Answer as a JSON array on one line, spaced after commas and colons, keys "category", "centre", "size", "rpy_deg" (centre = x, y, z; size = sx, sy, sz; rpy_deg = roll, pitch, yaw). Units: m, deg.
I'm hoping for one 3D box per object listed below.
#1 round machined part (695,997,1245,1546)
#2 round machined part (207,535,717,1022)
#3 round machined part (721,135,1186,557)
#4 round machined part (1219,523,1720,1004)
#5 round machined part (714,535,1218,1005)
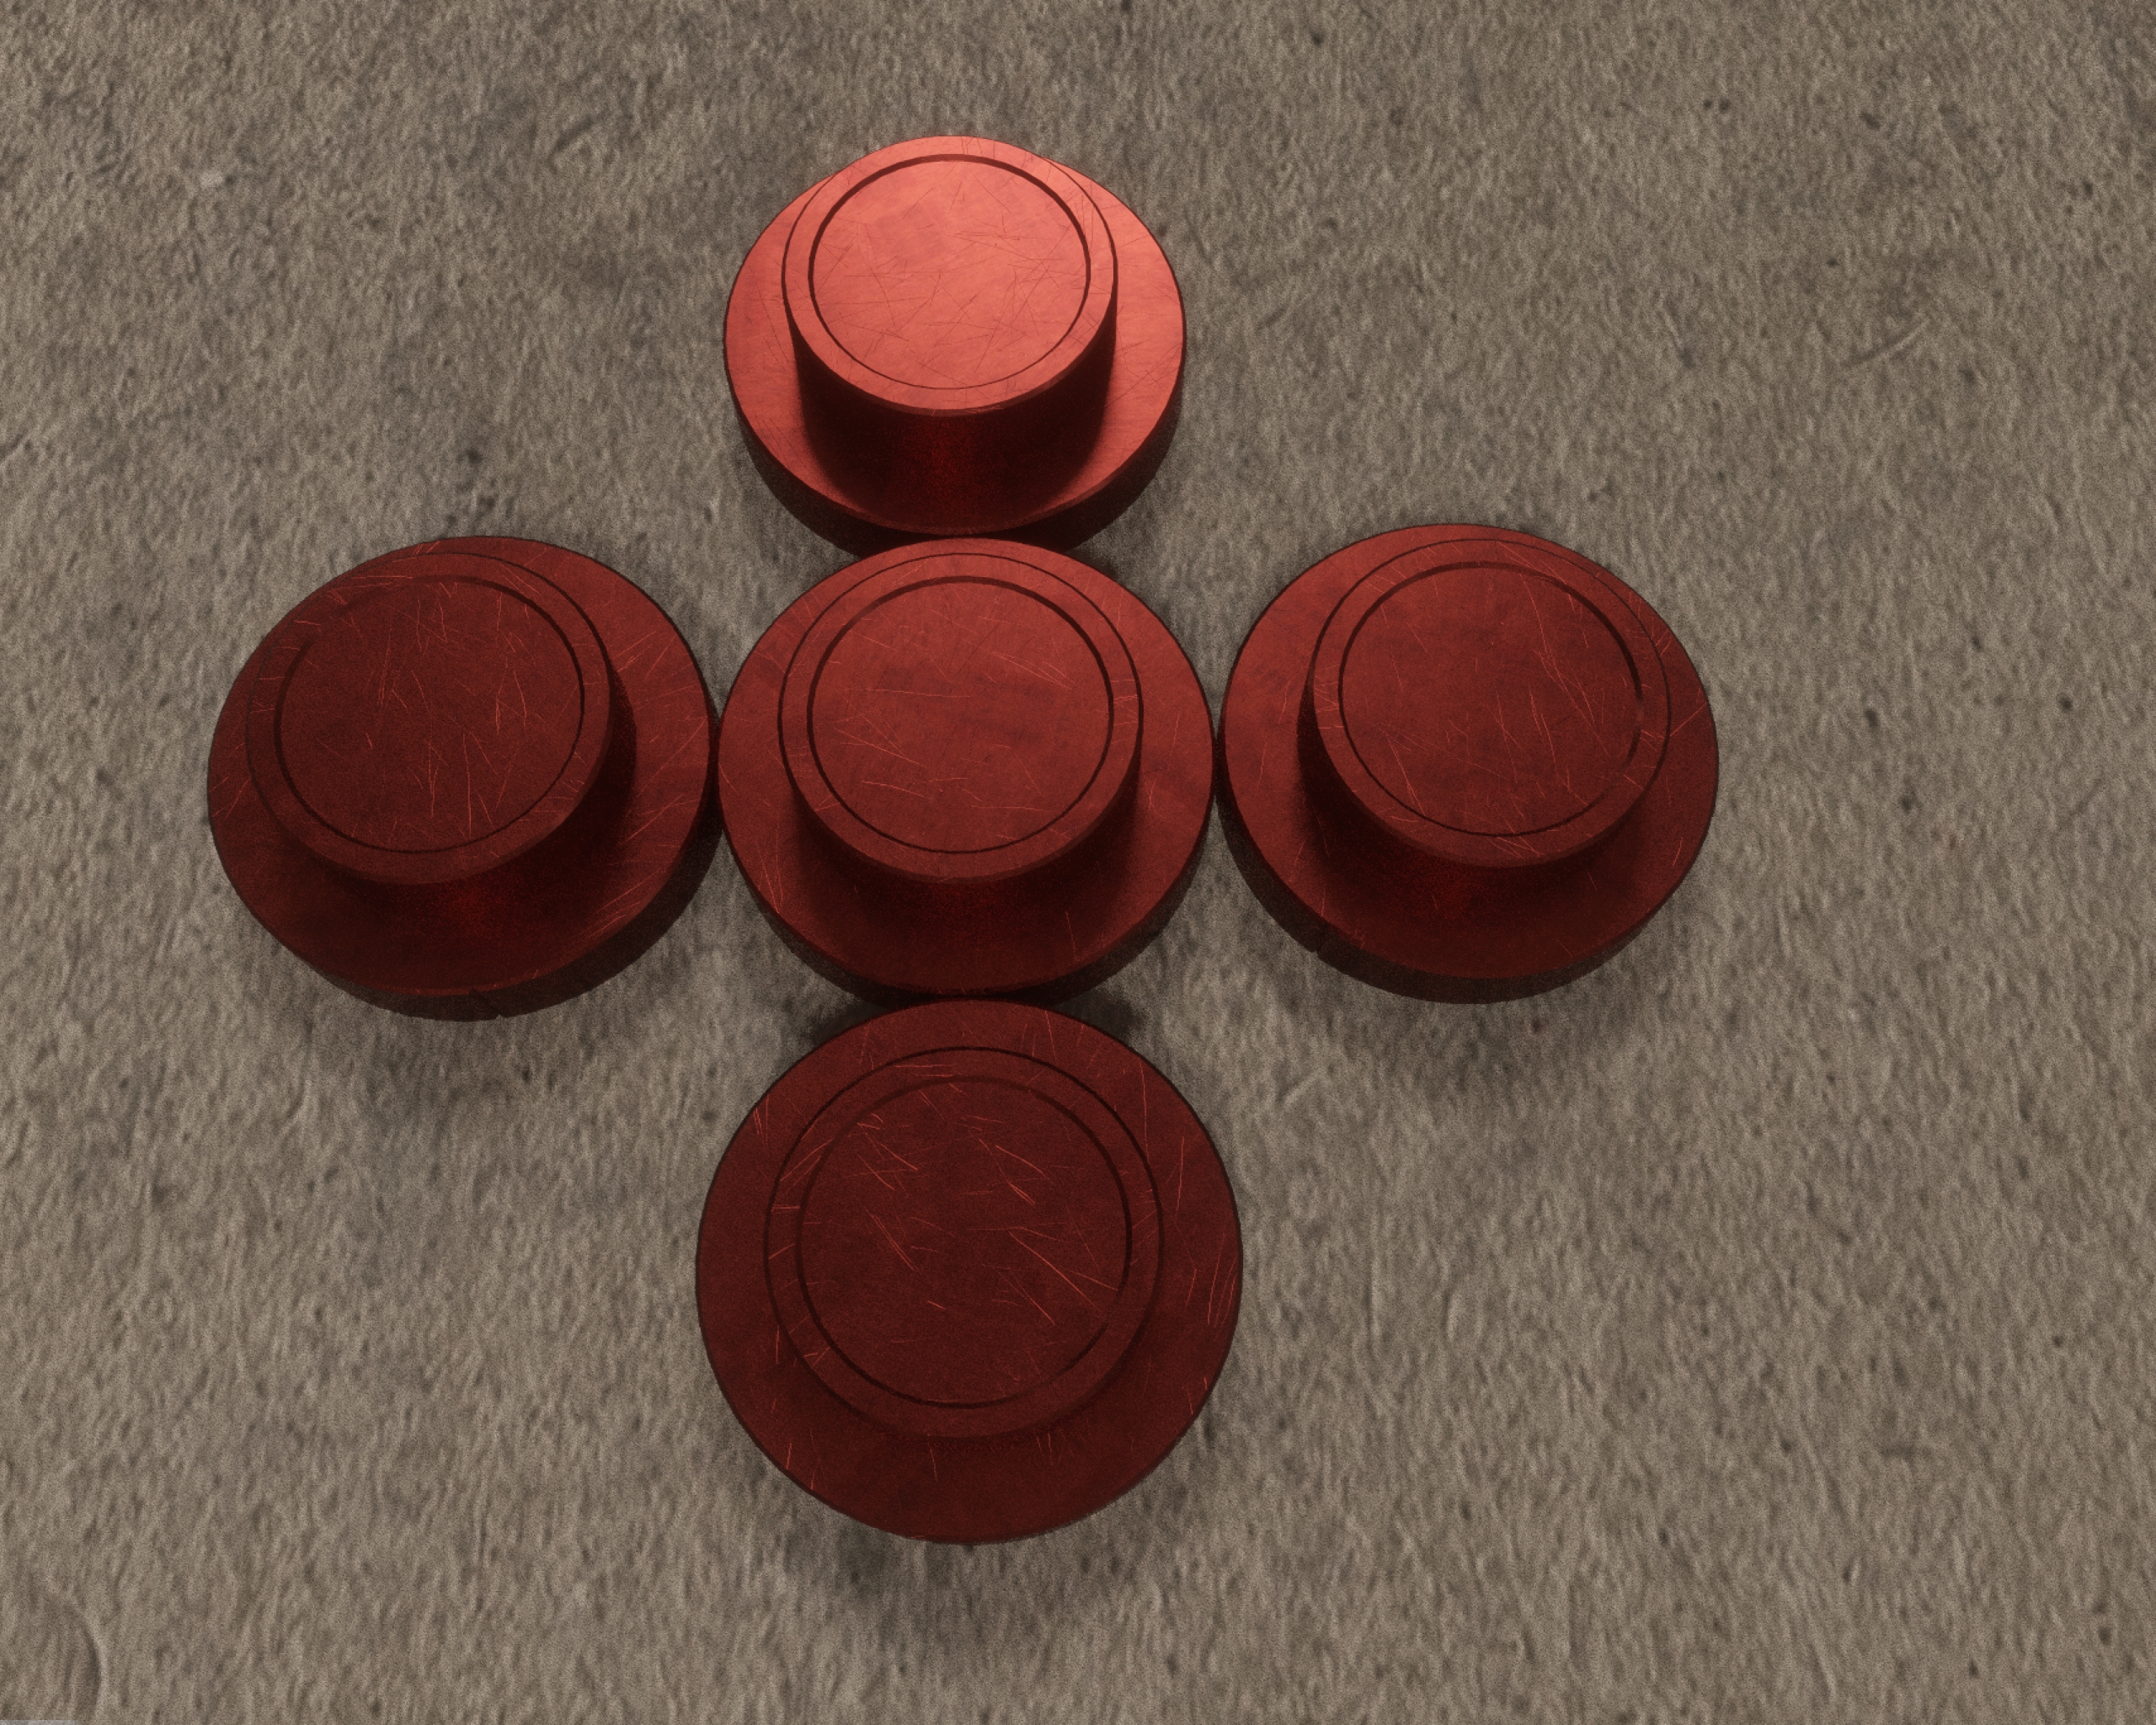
[{"category": "round machined part", "centre": [-0.019, 0.071, 0.374], "size": [0.099, 0.042, 0.098], "rpy_deg": [0, 70, -1]}, {"category": "round machined part", "centre": [-0.120, -0.021, 0.407], "size": [0.099, 0.042, 0.098], "rpy_deg": [0, 70, -1]}, {"category": "round machined part", "centre": [-0.026, -0.113, 0.442], "size": [0.099, 0.042, 0.098], "rpy_deg": [0, 70, -1]}, {"category": "round machined part", "centre": [0.077, -0.024, 0.410], "size": [0.099, 0.042, 0.098], "rpy_deg": [0, 70, -1]}, {"category": "round machined part", "centre": [-0.022, -0.021, 0.408], "size": [0.099, 0.042, 0.098], "rpy_deg": [0, 70, -1]}]
